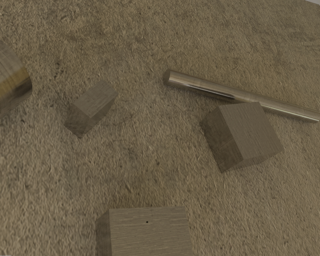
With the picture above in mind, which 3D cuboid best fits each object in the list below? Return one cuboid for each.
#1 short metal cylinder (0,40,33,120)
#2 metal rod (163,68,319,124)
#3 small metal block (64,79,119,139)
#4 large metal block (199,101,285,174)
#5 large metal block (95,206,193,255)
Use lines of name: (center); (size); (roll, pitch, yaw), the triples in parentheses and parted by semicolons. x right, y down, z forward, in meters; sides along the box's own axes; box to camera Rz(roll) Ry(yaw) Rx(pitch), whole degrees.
short metal cylinder: (-0.175, -0.047, 0.303); (0.080, 0.080, 0.050); (38, 51, -3)
metal rod: (0.147, -0.048, 0.511); (0.302, 0.025, 0.025); (11, 57, -22)
small metal block: (-0.080, -0.021, 0.358); (0.025, 0.050, 0.050); (41, 51, -1)
large metal block: (0.115, 0.012, 0.443); (0.081, 0.050, 0.080); (-8, 66, -32)
large metal block: (-0.015, 0.124, 0.304); (0.081, 0.050, 0.080); (5, 60, -26)
